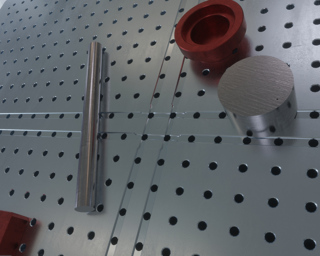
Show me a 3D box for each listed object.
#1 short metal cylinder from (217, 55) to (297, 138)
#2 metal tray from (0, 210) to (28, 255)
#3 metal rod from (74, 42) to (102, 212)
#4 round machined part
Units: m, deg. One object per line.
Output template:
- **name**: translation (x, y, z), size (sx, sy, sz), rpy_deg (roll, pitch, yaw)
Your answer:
- **short metal cylinder**: translation (0.112, -0.036, 0.355), size (0.080, 0.050, 0.080), rpy_deg (-13, 56, 21)
- **metal tray**: translation (-0.260, 0.161, 0.442), size (0.130, 0.030, 0.090), rpy_deg (-1, 61, 27)
- **metal rod**: translation (-0.106, -0.021, 0.477), size (0.025, 0.025, 0.299), rpy_deg (-17, 55, 18)
- **round machined part**: translation (0.074, -0.133, 0.440), size (0.098, 0.042, 0.098), rpy_deg (-13, 56, 21)
